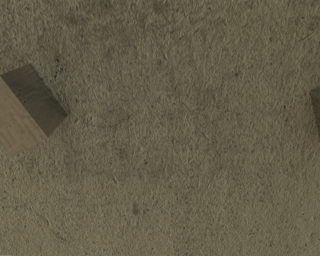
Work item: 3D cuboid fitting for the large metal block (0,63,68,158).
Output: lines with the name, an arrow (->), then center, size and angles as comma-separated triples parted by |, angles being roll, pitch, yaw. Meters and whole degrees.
large metal block -> -0.166, -0.024, 0.370 | 0.050, 0.080, 0.080 | -29, 108, 10

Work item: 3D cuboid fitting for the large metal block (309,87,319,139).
large metal block -> 0.248, -0.019, 0.392 | 0.080, 0.050, 0.080 | -19, 109, 7
